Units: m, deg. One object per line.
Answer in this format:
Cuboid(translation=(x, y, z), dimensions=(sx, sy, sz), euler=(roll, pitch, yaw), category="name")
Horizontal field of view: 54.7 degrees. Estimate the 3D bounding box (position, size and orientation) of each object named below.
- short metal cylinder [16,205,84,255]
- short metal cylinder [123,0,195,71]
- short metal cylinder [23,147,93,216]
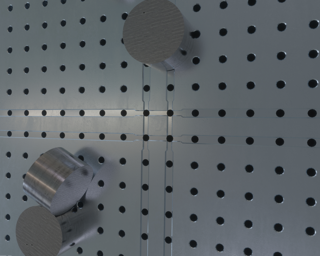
Cuboid(translation=(-0.162, 0.149, 0.456), dimensions=(0.080, 0.050, 0.079), euler=(0, 90, 20), category="short metal cylinder")
Cuboid(translation=(-0.001, -0.118, 0.399), dimensions=(0.080, 0.050, 0.079), euler=(0, 90, 20), category="short metal cylinder")
Cuboid(translation=(-0.140, 0.074, 0.433), dimensions=(0.050, 0.080, 0.080), euler=(30, 100, 17), category="short metal cylinder")
